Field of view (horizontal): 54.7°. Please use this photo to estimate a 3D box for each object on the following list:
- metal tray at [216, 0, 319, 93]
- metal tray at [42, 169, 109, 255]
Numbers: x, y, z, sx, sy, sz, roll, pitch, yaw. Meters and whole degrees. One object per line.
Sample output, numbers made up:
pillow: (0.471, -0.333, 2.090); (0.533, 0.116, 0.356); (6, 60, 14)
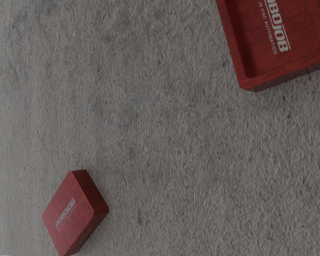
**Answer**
metal tray: (0.111, -0.111, 0.309); (0.090, 0.030, 0.129); (-21, 77, 38)
metal tray: (-0.147, 0.144, 0.523); (0.090, 0.030, 0.129); (51, 120, 27)
